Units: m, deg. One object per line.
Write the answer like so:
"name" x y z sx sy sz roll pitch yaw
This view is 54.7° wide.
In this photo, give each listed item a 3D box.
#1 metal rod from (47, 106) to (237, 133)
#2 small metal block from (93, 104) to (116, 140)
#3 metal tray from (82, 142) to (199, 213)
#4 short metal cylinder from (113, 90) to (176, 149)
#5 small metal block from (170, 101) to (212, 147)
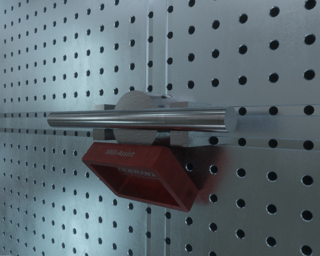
"metal rod" -0.049 -0.011 0.384 0.300 0.025 0.025 1 91 40
"small metal block" -0.070 -0.008 0.451 0.025 0.050 0.050 -1 90 40
"metal tray" -0.027 0.060 0.392 0.130 0.090 0.030 1 48 40
"short metal cylinder" -0.017 -0.007 0.407 0.080 0.050 0.080 0 90 40
"small metal block" 0.037 -0.004 0.363 0.025 0.050 0.050 -1 90 40
